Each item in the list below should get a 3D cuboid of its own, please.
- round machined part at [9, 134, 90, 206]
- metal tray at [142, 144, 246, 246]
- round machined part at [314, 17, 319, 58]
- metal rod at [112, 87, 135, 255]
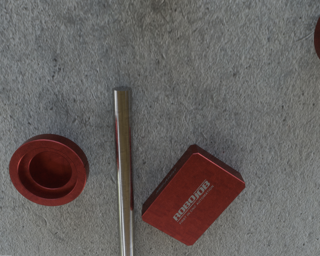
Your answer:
[{"bbox_3d":[-0.145,0.053,0.418,0.099,0.042,0.097,0,110,-1],"label":"round machined part"},{"bbox_3d":[0.045,0.098,0.444,0.090,0.030,0.129,33,106,-12],"label":"metal tray"},{"bbox_3d":[0.229,-0.113,0.363,0.099,0.042,0.097,0,110,-1],"label":"round machined part"},{"bbox_3d":[-0.050,0.090,0.442,0.025,0.025,0.298,0,110,-1],"label":"metal rod"}]
